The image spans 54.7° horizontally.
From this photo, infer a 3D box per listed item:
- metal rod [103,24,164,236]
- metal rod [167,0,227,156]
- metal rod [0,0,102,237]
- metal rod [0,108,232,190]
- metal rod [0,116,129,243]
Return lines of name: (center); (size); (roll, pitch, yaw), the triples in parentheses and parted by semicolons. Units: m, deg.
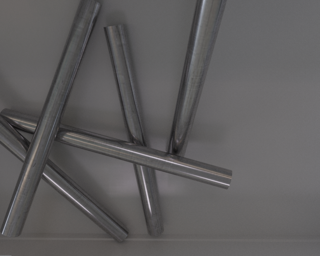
metal rod: (-0.030, 0.017, 0.417); (0.025, 0.025, 0.298); (-9, 110, 3)
metal rod: (0.035, -0.054, 0.318); (0.025, 0.025, 0.298); (6, 139, -2)
metal rod: (-0.133, -0.008, 0.373); (0.025, 0.025, 0.298); (21, 96, -8)
metal rod: (-0.059, 0.026, 0.396); (0.301, 0.025, 0.025); (15, 110, 3)
metal rod: (-0.148, 0.059, 0.413); (0.025, 0.025, 0.300); (-36, 113, 12)
